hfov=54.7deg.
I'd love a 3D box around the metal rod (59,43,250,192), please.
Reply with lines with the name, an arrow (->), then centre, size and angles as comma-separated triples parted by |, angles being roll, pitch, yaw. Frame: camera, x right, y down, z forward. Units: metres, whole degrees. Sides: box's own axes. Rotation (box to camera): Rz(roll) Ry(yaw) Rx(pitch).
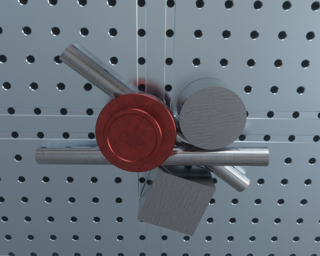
metal rod -> 0.002, -0.006, 0.411 | 0.301, 0.025, 0.025 | 37, 106, -13

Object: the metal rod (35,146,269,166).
metal rod -> -0.015, 0.037, 0.407 | 0.302, 0.025, 0.025 | 0, 110, 7

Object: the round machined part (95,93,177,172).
round machined part -> -0.030, 0.007, 0.371 | 0.099, 0.042, 0.097 | 1, 102, 5

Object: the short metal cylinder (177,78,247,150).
short metal cylinder -> 0.063, -0.019, 0.393 | 0.081, 0.050, 0.079 | 0, 110, -1

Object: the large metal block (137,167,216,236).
large metal block -> 0.021, 0.093, 0.432 | 0.080, 0.050, 0.079 | 19, 109, -7
